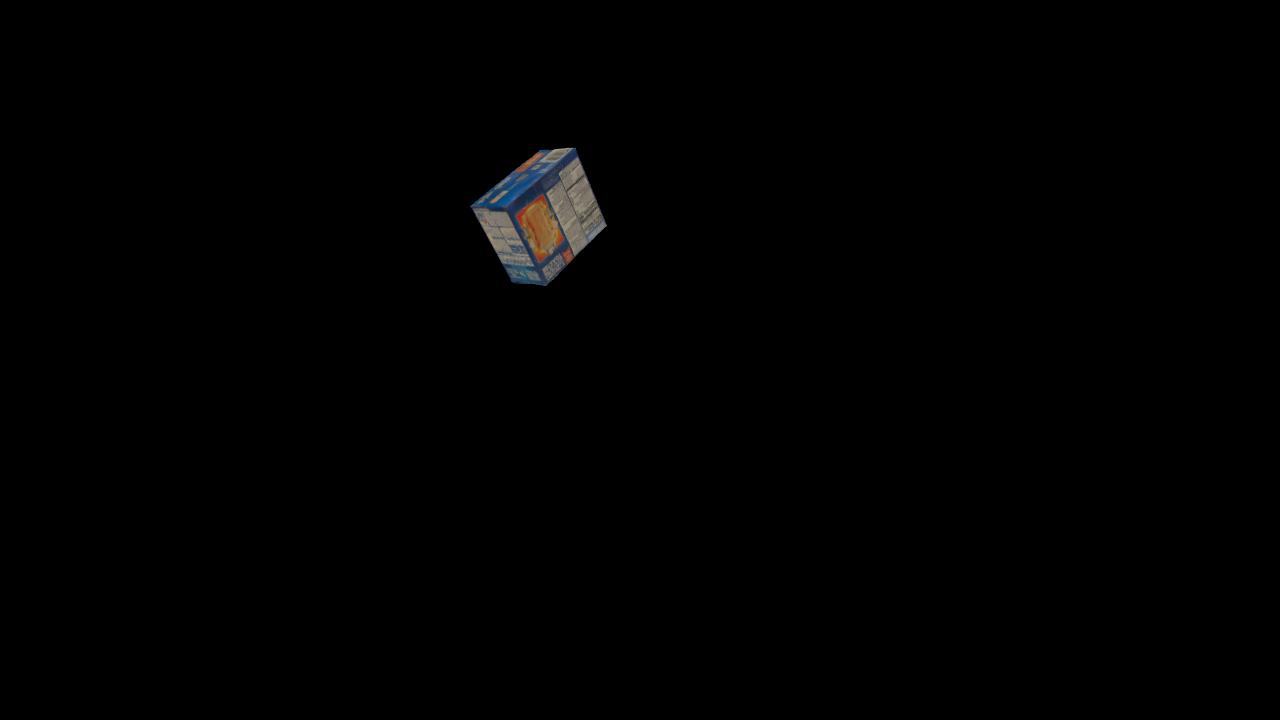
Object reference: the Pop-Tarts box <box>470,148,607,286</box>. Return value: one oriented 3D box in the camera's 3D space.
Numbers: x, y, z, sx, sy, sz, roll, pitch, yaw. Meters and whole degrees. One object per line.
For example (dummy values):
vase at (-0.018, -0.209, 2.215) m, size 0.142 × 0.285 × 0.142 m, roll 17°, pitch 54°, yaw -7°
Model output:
Pop-Tarts box at (-0.150, -0.221, 0.949) m, size 0.083 × 0.141 × 0.167 m, roll 12°, pitch 51°, yaw 37°
